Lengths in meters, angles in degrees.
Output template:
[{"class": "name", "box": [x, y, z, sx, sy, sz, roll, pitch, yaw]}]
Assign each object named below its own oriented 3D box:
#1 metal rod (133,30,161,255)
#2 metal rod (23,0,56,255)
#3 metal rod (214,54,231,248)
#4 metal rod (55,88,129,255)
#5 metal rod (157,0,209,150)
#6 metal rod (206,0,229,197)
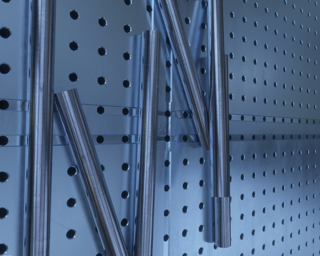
[{"class": "metal rod", "box": [-0.017, 0.028, 0.394, 0.025, 0.025, 0.298, 4, 88, -40]}, {"class": "metal rod", "box": [-0.119, -0.004, 0.308, 0.025, 0.025, 0.298, 2, 89, -40]}, {"class": "metal rod", "box": [0.097, 0.036, 0.488, 0.025, 0.025, 0.298, -2, 91, -40]}, {"class": "metal rod", "box": [-0.063, 0.102, 0.355, 0.025, 0.025, 0.298, -24, 105, -37]}, {"class": "metal rod", "box": [0.030, -0.108, 0.432, 0.025, 0.025, 0.299, -30, 108, -36]}, {"class": "metal rod", "box": [0.083, -0.053, 0.451, 0.025, 0.025, 0.299, 9, 76, -40]}]
